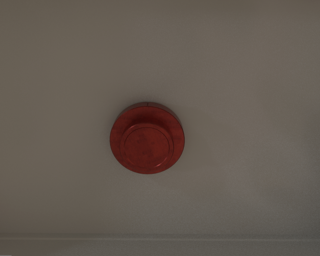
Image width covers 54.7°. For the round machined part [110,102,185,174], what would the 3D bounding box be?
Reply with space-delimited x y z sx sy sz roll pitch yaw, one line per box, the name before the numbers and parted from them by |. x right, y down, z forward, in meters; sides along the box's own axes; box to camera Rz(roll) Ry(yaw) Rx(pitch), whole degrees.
round machined part | -0.017 0.018 0.405 0.099 0.042 0.097 0 110 -1
